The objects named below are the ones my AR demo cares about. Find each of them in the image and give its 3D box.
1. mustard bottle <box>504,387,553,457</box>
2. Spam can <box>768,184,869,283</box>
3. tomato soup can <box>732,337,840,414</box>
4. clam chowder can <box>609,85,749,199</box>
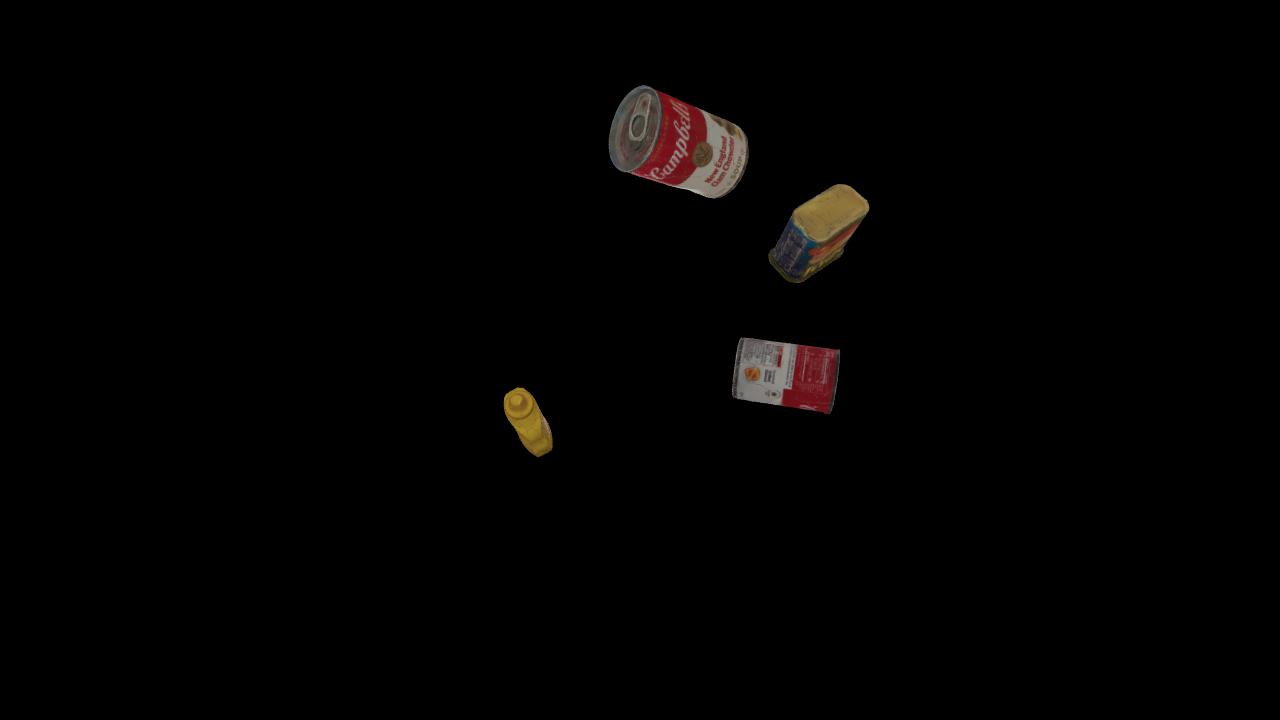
[{"bbox_3d":[-0.179,0.090,0.969,0.054,0.092,0.184,-21,-20,-9],"label":"mustard bottle"},{"bbox_3d":[0.213,-0.152,0.736,0.101,0.058,0.085,-33,-18,-21],"label":"Spam can"},{"bbox_3d":[0.150,0.015,0.638,0.101,0.068,0.068,8,2,13],"label":"tomato soup can"},{"bbox_3d":[0.034,-0.180,0.519,0.102,0.068,0.068,5,-3,-38],"label":"clam chowder can"}]
